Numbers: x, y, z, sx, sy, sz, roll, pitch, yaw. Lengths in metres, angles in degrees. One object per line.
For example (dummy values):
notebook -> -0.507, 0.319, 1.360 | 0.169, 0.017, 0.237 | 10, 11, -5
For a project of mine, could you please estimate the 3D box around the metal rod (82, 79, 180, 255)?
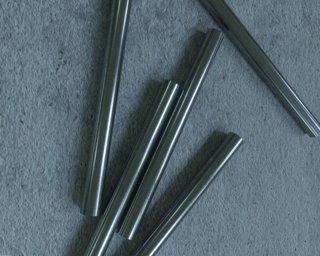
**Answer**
metal rod -> -0.046, 0.076, 0.392 | 0.025, 0.025, 0.299 | 27, 81, -18

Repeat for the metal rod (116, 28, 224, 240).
metal rod -> 0.017, 0.001, 0.415 | 0.025, 0.025, 0.299 | 27, 81, -18

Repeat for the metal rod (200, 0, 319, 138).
metal rod -> 0.152, -0.098, 0.464 | 0.300, 0.025, 0.025 | 46, 76, -14

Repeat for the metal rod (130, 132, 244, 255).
metal rod -> 0.014, 0.124, 0.414 | 0.025, 0.025, 0.300 | 45, 76, -15

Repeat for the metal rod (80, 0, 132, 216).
metal rod -> -0.064, -0.044, 0.385 | 0.025, 0.025, 0.298 | 9, 87, -20
